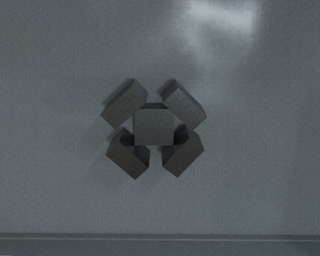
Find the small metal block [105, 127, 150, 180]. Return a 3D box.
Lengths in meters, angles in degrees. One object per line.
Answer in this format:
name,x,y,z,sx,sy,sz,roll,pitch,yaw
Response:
small metal block,-0.040,0.033,0.408,0.025,0.050,0.050,-43,105,15

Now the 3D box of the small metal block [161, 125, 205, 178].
small metal block,0.028,0.029,0.406,0.025,0.050,0.050,38,105,-14

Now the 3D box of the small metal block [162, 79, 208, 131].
small metal block,0.029,-0.029,0.385,0.025,0.050,0.050,-43,106,13

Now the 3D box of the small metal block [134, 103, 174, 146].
small metal block,-0.007,-0.005,0.407,0.050,0.025,0.050,1,110,-1

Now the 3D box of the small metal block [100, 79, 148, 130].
small metal block,-0.043,-0.031,0.384,0.050,0.050,0.025,-40,105,14
